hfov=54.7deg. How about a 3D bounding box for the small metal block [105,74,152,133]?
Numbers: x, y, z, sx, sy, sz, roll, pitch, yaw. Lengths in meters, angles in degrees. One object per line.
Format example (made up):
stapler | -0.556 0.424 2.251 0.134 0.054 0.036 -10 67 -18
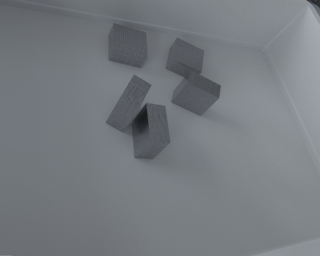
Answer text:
small metal block | -0.040 -0.030 0.386 0.025 0.050 0.050 31 52 -9

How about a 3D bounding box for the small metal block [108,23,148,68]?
small metal block | -0.047 -0.120 0.453 0.050 0.025 0.050 9 58 -23

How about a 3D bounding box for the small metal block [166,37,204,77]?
small metal block | 0.040 -0.109 0.494 0.050 0.025 0.050 22 54 -15

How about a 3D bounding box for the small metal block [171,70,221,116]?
small metal block | 0.052 -0.049 0.447 0.050 0.050 0.025 24 53 -14

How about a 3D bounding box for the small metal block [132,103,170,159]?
small metal block | -0.013 0.005 0.380 0.025 0.050 0.050 7 59 -25
